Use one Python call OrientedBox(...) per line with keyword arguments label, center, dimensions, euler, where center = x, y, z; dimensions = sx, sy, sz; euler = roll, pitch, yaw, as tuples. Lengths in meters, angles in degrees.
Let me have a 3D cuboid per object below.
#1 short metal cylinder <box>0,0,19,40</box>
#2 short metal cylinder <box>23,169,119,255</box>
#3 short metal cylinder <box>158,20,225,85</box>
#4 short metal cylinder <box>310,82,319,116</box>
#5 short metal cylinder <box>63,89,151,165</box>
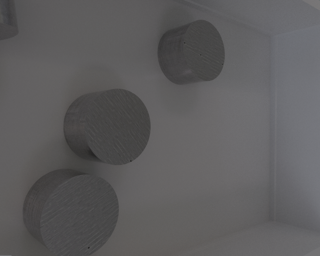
OrientedBox(label="short metal cylinder", center=(-0.157, -0.100, 0.239), dimensions=(0.081, 0.080, 0.050), euler=(-10, 97, -40))
OrientedBox(label="short metal cylinder", center=(-0.090, 0.084, 0.315), dimensions=(0.081, 0.050, 0.080), euler=(0, 90, -40))
OrientedBox(label="short metal cylinder", center=(0.044, -0.102, 0.427), dimensions=(0.081, 0.050, 0.080), euler=(0, 90, -40))
OrientedBox(label="short metal cylinder", center=(0.393, -0.068, 0.722), dimensions=(0.081, 0.050, 0.080), euler=(0, 90, -40))
OrientedBox(label="short metal cylinder", center=(-0.058, -0.001, 0.342), dimensions=(0.081, 0.050, 0.080), euler=(0, 90, -40))
